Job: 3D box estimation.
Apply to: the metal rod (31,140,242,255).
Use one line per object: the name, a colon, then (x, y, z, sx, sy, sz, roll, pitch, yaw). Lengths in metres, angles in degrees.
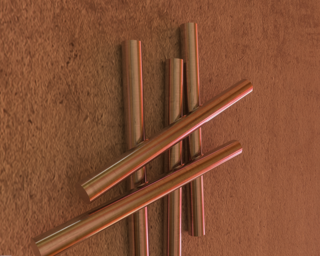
metal rod: (0.001, 0.070, 0.371, 0.302, 0.025, 0.025, -20, 103, -38)

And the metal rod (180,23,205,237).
metal rod: (0.047, 0.004, 0.443, 0.025, 0.025, 0.298, -4, 93, -40)

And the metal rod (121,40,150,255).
metal rod: (-0.029, 0.045, 0.379, 0.025, 0.025, 0.298, -4, 92, -40)

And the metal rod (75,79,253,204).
metal rod: (0.028, 0.000, 0.394, 0.302, 0.025, 0.025, -32, 110, -35)

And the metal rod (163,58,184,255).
metal rod: (0.018, 0.057, 0.419, 0.025, 0.025, 0.298, 1, 90, -40)
